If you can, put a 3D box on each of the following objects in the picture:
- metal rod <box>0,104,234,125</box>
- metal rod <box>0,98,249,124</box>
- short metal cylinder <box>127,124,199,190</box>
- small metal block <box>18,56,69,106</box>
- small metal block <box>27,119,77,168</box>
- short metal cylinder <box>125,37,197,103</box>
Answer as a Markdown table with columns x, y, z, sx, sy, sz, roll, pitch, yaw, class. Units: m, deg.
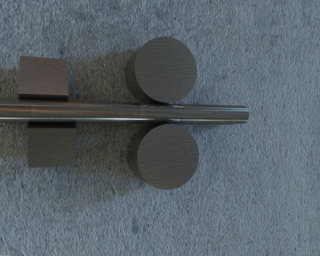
| x | y | z | sx | sy | sz | roll | pitch | yaw | class |
| --- | --- | --- | --- | --- | --- | --- | --- | --- | --- |
| -0.037 | -0.018 | 0.397 | 0.303 | 0.025 | 0.025 | 0 | 90 | -20 | metal rod |
| -0.027 | -0.018 | 0.374 | 0.303 | 0.025 | 0.025 | 0 | 90 | -20 | metal rod |
| 0.003 | 0.035 | 0.398 | 0.081 | 0.050 | 0.079 | 0 | 90 | -20 | short metal cylinder |
| -0.131 | -0.052 | 0.352 | 0.050 | 0.025 | 0.050 | 0 | 63 | -20 | small metal block |
| -0.123 | 0.017 | 0.354 | 0.050 | 0.025 | 0.050 | 0 | 117 | -21 | small metal block |
| 0.000 | -0.070 | 0.397 | 0.081 | 0.050 | 0.079 | 0 | 90 | -20 | short metal cylinder |
